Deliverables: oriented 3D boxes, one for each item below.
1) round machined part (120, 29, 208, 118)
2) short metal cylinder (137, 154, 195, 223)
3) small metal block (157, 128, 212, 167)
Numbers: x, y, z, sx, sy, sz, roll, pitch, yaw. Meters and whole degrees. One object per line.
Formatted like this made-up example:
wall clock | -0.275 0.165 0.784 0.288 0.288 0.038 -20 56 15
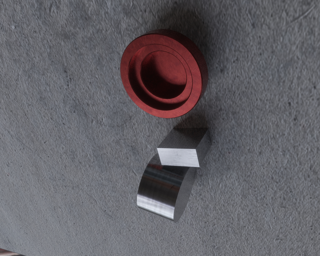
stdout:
round machined part | 0.008 -0.064 0.353 0.098 0.042 0.097 13 124 21
short metal cylinder | 0.010 0.079 0.415 0.050 0.080 0.079 16 125 19
small metal block | 0.032 0.023 0.388 0.050 0.050 0.025 0 118 28
